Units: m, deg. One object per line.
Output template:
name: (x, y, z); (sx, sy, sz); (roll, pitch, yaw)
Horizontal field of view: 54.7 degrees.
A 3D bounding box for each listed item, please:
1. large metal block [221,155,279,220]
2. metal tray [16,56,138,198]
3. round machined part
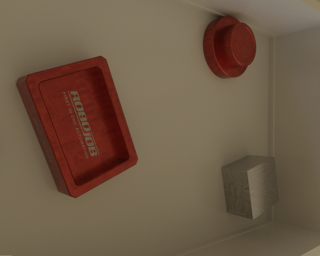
large metal block: (0.153, 0.096, 0.522); (0.081, 0.050, 0.079); (-15, 100, -39)
metal tray: (-0.083, -0.003, 0.334); (0.091, 0.030, 0.129); (-27, 107, -37)
round machined part: (0.118, -0.131, 0.497); (0.099, 0.042, 0.097); (0, 90, -40)
